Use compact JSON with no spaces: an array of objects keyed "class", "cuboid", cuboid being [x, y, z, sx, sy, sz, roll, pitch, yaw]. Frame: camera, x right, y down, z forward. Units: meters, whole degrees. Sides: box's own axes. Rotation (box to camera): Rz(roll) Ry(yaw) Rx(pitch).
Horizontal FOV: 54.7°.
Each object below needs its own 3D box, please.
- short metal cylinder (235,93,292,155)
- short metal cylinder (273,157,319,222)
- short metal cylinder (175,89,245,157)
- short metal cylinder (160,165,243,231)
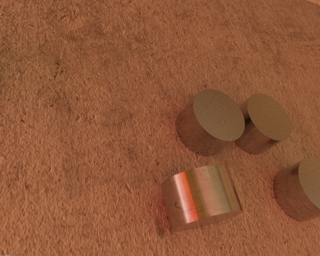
[{"class":"short metal cylinder","cuboid":[0.150,-0.006,0.472,0.081,0.050,0.080,14,56,-21]},{"class":"short metal cylinder","cuboid":[0.212,0.089,0.447,0.081,0.050,0.080,14,56,-21]},{"class":"short metal cylinder","cuboid":[0.069,-0.007,0.429,0.081,0.050,0.080,14,56,-21]},{"class":"short metal cylinder","cuboid":[0.045,0.079,0.344,0.081,0.080,0.050,-1,62,-29]}]
